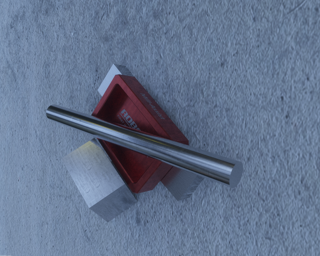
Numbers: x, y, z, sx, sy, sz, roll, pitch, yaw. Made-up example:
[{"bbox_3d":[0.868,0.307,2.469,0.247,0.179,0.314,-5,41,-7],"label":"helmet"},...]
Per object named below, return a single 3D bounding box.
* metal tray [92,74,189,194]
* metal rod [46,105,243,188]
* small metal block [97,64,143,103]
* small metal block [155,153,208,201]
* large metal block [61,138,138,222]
[{"bbox_3d":[-0.033,0.005,0.395,0.130,0.030,0.090,51,120,27],"label":"metal tray"},{"bbox_3d":[-0.045,0.009,0.370,0.300,0.025,0.025,16,100,38],"label":"metal rod"},{"bbox_3d":[-0.058,-0.057,0.452,0.050,0.025,0.050,52,120,27],"label":"small metal block"},{"bbox_3d":[0.026,0.053,0.383,0.050,0.025,0.050,46,117,30],"label":"small metal block"},{"bbox_3d":[-0.080,0.073,0.423,0.050,0.080,0.080,-34,62,-10],"label":"large metal block"}]
